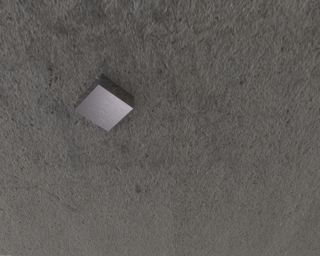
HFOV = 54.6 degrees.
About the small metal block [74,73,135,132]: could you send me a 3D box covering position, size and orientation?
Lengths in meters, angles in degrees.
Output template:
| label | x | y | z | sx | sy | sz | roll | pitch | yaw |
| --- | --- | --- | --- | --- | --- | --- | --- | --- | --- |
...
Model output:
| label | x | y | z | sx | sy | sz | roll | pitch | yaw |
| --- | --- | --- | --- | --- | --- | --- | --- | --- | --- |
| small metal block | -0.067 | -0.030 | 0.381 | 0.050 | 0.025 | 0.050 | 35 | 122 | -26 |
